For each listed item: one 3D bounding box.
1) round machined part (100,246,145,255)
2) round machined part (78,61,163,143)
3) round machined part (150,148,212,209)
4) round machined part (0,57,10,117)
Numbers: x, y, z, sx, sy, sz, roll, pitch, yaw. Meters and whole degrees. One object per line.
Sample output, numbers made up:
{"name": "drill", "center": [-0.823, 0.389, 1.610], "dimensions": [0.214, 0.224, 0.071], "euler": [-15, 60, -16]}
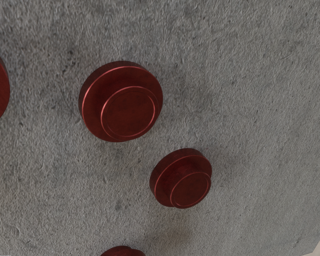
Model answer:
{"name": "round machined part", "center": [-0.067, 0.231, 0.502], "dimensions": [0.099, 0.042, 0.097], "euler": [-14, 124, -21]}
{"name": "round machined part", "center": [-0.040, -0.024, 0.359], "dimensions": [0.099, 0.042, 0.097], "euler": [-14, 124, -21]}
{"name": "round machined part", "center": [0.037, 0.082, 0.467], "dimensions": [0.099, 0.042, 0.097], "euler": [-14, 124, -21]}
{"name": "round machined part", "center": [-0.186, -0.041, 0.269], "dimensions": [0.099, 0.042, 0.097], "euler": [-14, 124, -21]}
